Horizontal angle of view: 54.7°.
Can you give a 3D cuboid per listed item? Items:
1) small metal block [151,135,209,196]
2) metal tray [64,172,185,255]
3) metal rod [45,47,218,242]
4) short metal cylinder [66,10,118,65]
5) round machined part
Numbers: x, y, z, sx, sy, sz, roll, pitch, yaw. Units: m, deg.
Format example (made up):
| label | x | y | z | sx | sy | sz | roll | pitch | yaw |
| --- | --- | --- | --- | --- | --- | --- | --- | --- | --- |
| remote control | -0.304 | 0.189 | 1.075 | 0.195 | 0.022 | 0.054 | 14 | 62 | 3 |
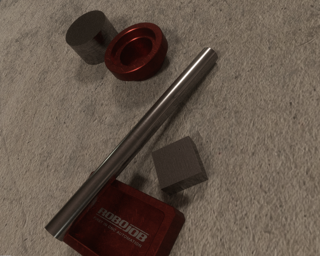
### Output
| label | x | y | z | sx | sy | sz | roll | pitch | yaw |
| --- | --- | --- | --- | --- | --- | --- | --- | --- | --- |
| small metal block | 0.023 | 0.044 | 0.364 | 0.050 | 0.025 | 0.050 | -25 | 53 | 12 |
| metal tray | -0.048 | 0.112 | 0.355 | 0.130 | 0.030 | 0.090 | 18 | 71 | 34 |
| metal rod | -0.023 | 0.007 | 0.383 | 0.025 | 0.025 | 0.301 | 26 | 67 | 36 |
| short metal cylinder | -0.117 | -0.158 | 0.544 | 0.080 | 0.050 | 0.080 | -13 | 56 | 20 |
| round machined part | -0.032 | -0.111 | 0.476 | 0.098 | 0.042 | 0.098 | -13 | 56 | 20 |
